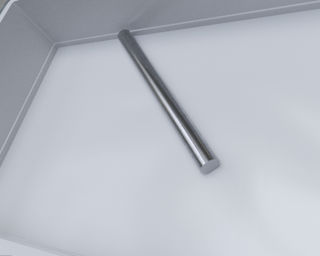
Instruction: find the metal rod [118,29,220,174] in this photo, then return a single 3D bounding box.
[{"bbox_3d":[-0.002,-0.058,0.443,0.025,0.025,0.300,-35,51,5],"label":"metal rod"}]
